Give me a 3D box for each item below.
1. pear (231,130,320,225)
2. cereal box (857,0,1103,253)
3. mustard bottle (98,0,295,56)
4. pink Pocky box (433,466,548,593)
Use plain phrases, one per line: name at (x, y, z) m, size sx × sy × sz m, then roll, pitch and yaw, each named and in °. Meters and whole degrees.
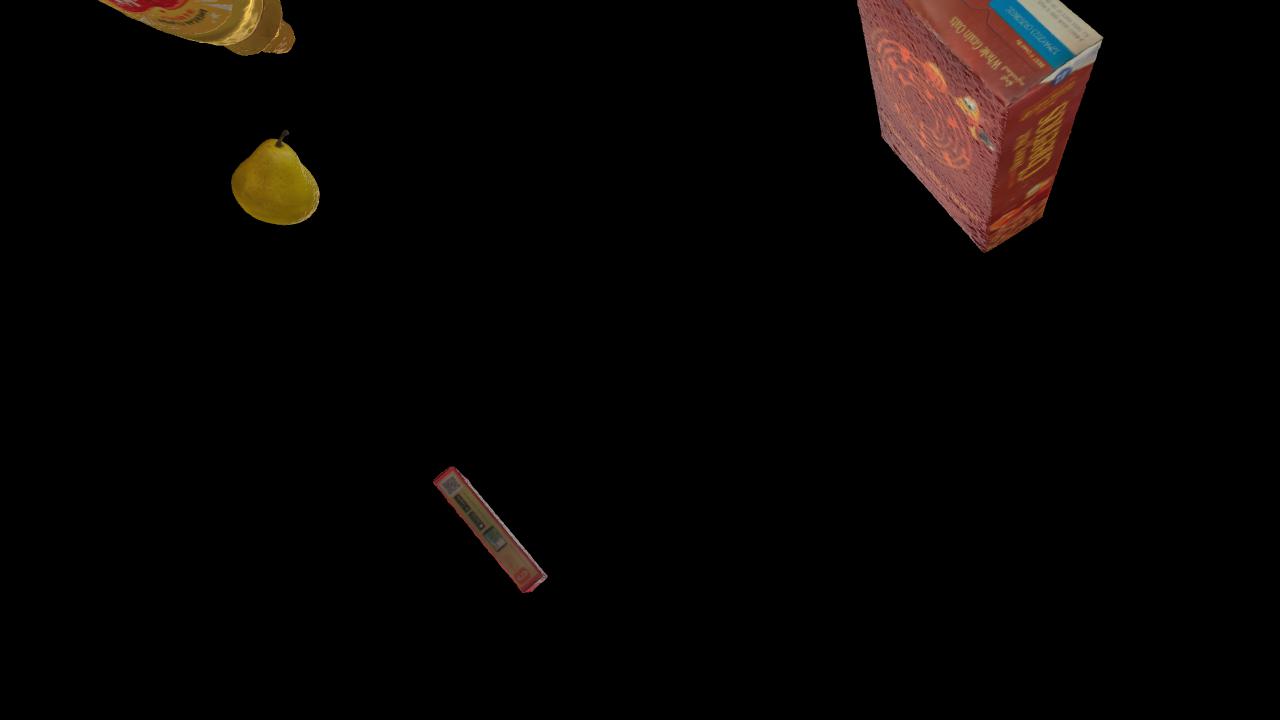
pear at (-0.376, -0.191, 0.629) m, size 0.080 × 0.080 × 0.111 m, roll 0°, pitch -30°, yaw -20°
cereal box at (0.300, -0.245, 0.578) m, size 0.081 × 0.203 × 0.306 m, roll -35°, pitch -24°, yaw 15°
mustard bottle at (-0.239, -0.198, 0.287) m, size 0.092 × 0.054 × 0.184 m, roll -9°, pitch -4°, yaw 14°
pink Pocky box at (-0.163, 0.188, 0.677) m, size 0.029 × 0.155 × 0.084 m, roll -40°, pitch -12°, yaw -17°
